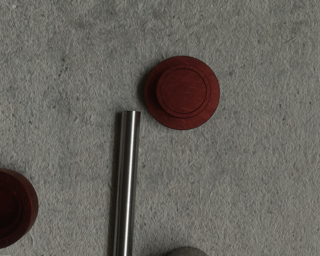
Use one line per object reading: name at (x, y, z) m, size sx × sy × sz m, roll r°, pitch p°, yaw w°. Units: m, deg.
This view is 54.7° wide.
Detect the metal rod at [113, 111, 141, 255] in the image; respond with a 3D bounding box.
metal rod at (-0.047, 0.127, 0.409) m, size 0.025 × 0.025 × 0.298 m, roll 3°, pitch 90°, yaw -1°

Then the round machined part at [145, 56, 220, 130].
round machined part at (0.029, -0.046, 0.402) m, size 0.099 × 0.042 × 0.097 m, roll 0°, pitch 90°, yaw -1°

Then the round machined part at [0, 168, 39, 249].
round machined part at (-0.205, 0.100, 0.399) m, size 0.099 × 0.042 × 0.097 m, roll 0°, pitch 90°, yaw -1°

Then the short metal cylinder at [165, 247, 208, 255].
short metal cylinder at (0.037, 0.202, 0.398) m, size 0.081 × 0.050 × 0.079 m, roll 0°, pitch 90°, yaw -1°
